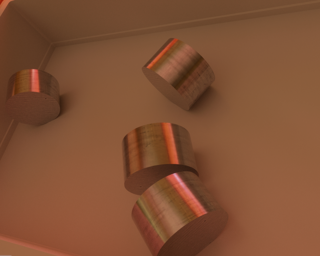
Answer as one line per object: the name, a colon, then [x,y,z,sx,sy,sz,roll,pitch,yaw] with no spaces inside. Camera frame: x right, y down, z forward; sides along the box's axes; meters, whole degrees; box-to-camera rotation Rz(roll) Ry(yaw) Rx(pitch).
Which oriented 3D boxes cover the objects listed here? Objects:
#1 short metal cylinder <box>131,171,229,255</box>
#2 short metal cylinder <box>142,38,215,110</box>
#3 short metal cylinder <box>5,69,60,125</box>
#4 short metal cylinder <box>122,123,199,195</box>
short metal cylinder: [0.019,0.089,0.305,0.080,0.080,0.050,-40,51,1]
short metal cylinder: [0.023,-0.068,0.399,0.050,0.080,0.080,-49,52,-6]
short metal cylinder: [-0.206,-0.049,0.506,0.080,0.080,0.050,-24,53,13]
short metal cylinder: [-0.001,0.037,0.347,0.080,0.080,0.050,-20,54,16]
